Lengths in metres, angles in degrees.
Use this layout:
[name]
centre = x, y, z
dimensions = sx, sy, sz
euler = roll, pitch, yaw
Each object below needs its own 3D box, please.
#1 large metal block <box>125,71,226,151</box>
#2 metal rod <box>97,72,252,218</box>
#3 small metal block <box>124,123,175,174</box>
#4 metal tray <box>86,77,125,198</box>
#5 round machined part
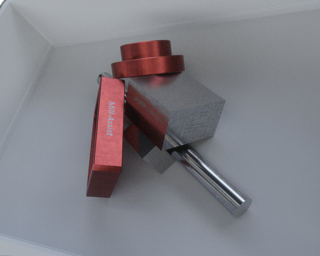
[large metal block]
centre = 0.015, -0.024, 0.368
dimensions = 0.081, 0.050, 0.080
euler = -14, 41, -35
[metal rod]
centre = -0.003, 0.001, 0.403
dimensions = 0.025, 0.025, 0.300
euler = -45, 51, -3
[small metal block]
centre = -0.014, 0.023, 0.379
dimensions = 0.025, 0.050, 0.050
euler = -44, 51, -2
[metal tray]
centre = -0.069, 0.012, 0.391
dimensions = 0.030, 0.089, 0.130
euler = 7, 56, -15
[round machined part]
centre = -0.017, -0.093, 0.419
dimensions = 0.098, 0.099, 0.042
euler = -2, 102, 27
